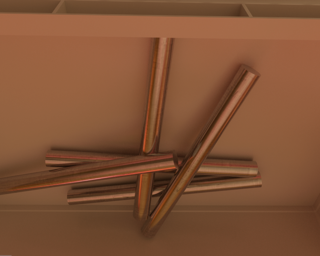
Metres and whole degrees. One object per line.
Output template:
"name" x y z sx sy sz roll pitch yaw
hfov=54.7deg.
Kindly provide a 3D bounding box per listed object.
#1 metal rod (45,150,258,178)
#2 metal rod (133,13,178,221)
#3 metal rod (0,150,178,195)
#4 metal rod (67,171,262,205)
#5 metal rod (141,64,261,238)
"metal rod" -0.009 0.052 0.452 0.302 0.025 0.025 3 130 -4
"metal rod" -0.012 0.011 0.393 0.025 0.025 0.298 5 124 -5
"metal rod" -0.123 0.066 0.428 0.301 0.025 0.025 -11 130 15
"metal rod" 0.004 0.095 0.488 0.302 0.025 0.025 -6 130 5
"metal rod" 0.043 0.050 0.424 0.025 0.025 0.298 19 120 -16
